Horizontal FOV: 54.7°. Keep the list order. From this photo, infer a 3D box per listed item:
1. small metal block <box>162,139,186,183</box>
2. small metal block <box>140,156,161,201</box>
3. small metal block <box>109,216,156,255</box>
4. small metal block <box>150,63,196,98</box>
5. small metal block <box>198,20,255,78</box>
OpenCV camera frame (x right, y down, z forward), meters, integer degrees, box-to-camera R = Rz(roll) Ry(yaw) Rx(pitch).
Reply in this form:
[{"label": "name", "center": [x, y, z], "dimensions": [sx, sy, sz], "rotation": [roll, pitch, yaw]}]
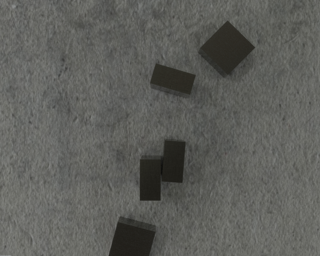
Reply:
[{"label": "small metal block", "center": [0.016, 0.040, 0.398], "dimensions": [0.025, 0.050, 0.050], "rotation": [4, 90, 0]}, {"label": "small metal block", "center": [-0.012, 0.062, 0.397], "dimensions": [0.025, 0.050, 0.050], "rotation": [0, 90, 0]}, {"label": "small metal block", "center": [-0.036, 0.151, 0.410], "dimensions": [0.050, 0.025, 0.050], "rotation": [15, 90, -1]}, {"label": "small metal block", "center": [0.015, -0.059, 0.398], "dimensions": [0.050, 0.050, 0.025], "rotation": [16, 90, -1]}, {"label": "small metal block", "center": [0.087, -0.104, 0.411], "dimensions": [0.050, 0.025, 0.050], "rotation": [45, 90, -1]}]
